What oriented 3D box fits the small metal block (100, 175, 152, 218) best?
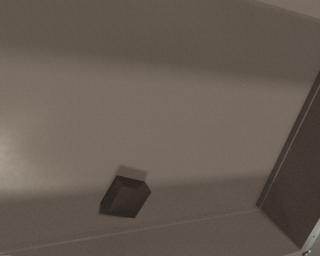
[{"bbox_3d":[-0.049,0.100,0.445,0.050,0.025,0.050,21,107,-36],"label":"small metal block"}]
